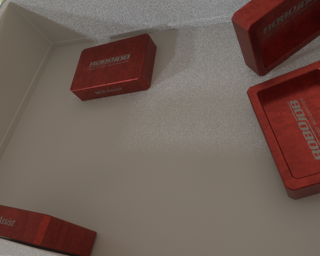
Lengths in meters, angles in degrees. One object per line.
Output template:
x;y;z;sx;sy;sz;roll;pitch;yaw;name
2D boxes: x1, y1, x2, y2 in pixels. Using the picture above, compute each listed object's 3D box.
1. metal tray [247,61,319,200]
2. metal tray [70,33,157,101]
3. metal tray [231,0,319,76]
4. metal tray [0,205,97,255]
0.155;-0.002;0.321;0.090;0.030;0.130;-21;54;15;metal tray
-0.075;-0.097;0.499;0.130;0.030;0.090;-6;59;24;metal tray
0.154;-0.131;0.363;0.130;0.090;0.030;-36;51;3;metal tray
-0.154;0.120;0.369;0.130;0.090;0.030;1;63;28;metal tray
